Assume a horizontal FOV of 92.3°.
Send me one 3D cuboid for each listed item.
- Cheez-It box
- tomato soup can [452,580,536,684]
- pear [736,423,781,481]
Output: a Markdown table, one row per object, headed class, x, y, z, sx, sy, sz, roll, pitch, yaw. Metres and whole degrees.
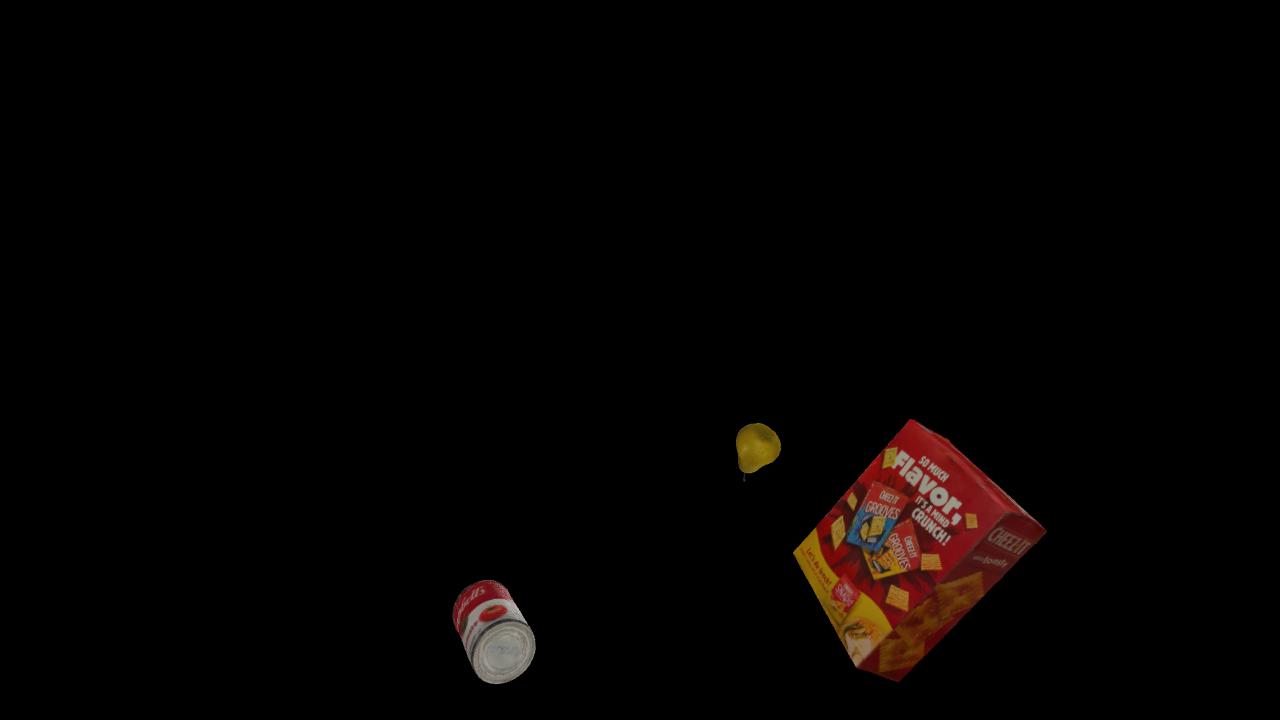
| class | x | y | z | sx | sy | sz | roll | pitch | yaw |
| --- | --- | --- | --- | --- | --- | --- | --- | --- | --- |
| Cheez-It box | 0.283 | 0.198 | 0.662 | 0.071 | 0.223 | 0.166 | 26 | 18 | -21 |
| tomato soup can | -0.157 | 0.289 | 0.659 | 0.068 | 0.068 | 0.101 | 0 | 6 | -27 |
| pear | 0.200 | 0.167 | 1.101 | 0.080 | 0.111 | 0.080 | 20 | 33 | -14 |
